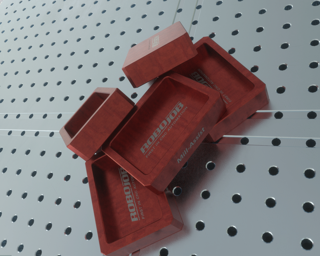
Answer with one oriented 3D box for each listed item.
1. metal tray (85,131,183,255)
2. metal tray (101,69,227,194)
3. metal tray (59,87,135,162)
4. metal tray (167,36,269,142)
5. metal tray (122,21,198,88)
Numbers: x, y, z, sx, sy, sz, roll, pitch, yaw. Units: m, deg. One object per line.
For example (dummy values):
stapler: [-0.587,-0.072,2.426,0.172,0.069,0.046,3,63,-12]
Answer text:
metal tray: [-0.037,0.076,0.376,0.090,0.030,0.130,-29,52,9]
metal tray: [0.003,0.000,0.364,0.090,0.030,0.130,32,79,37]
metal tray: [-0.090,-0.012,0.418,0.090,0.030,0.130,-51,22,-8]
metal tray: [0.064,-0.055,0.404,0.090,0.030,0.130,-37,51,3]
metal tray: [-0.001,-0.106,0.431,0.090,0.030,0.130,-27,23,11]
